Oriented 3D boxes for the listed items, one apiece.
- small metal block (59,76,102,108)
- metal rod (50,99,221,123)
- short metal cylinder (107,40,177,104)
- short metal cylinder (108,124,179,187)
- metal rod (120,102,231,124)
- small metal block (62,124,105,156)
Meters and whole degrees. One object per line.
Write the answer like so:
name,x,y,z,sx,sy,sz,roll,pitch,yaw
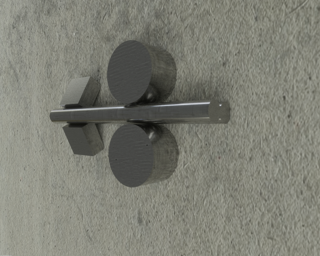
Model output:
small metal block,-0.128,-0.054,0.500,0.050,0.025,0.050,0,63,40
metal rod,-0.058,-0.019,0.422,0.300,0.025,0.025,1,90,40
short metal cylinder,-0.024,-0.071,0.410,0.080,0.050,0.079,0,90,40
short metal cylinder,-0.022,0.034,0.408,0.080,0.050,0.079,0,90,40
metal rod,-0.042,-0.018,0.441,0.300,0.025,0.025,1,91,40
small metal block,-0.122,0.016,0.494,0.050,0.025,0.050,1,117,39
